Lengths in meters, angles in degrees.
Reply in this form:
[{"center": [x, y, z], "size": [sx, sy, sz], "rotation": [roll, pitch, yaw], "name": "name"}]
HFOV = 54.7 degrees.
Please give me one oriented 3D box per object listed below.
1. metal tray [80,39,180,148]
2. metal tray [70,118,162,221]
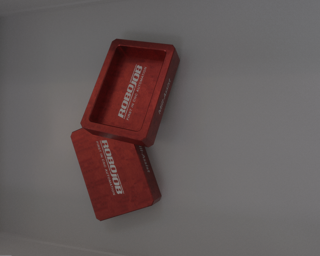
[{"center": [-0.036, -0.048, 0.397], "size": [0.090, 0.030, 0.130], "rotation": [12, 74, 19], "name": "metal tray"}, {"center": [-0.062, 0.052, 0.430], "size": [0.090, 0.030, 0.129], "rotation": [-22, 83, 18], "name": "metal tray"}]
